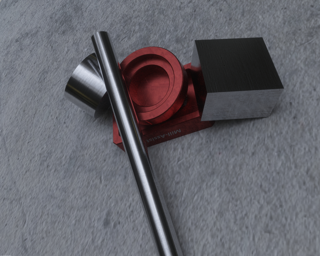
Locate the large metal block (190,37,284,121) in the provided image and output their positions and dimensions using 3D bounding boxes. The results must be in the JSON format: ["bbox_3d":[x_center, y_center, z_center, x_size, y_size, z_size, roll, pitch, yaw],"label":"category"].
[{"bbox_3d":[0.083,-0.057,0.358,0.081,0.050,0.080,-4,56,-5],"label":"large metal block"}]

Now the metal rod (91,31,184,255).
[{"bbox_3d":[-0.030,0.015,0.354,0.025,0.025,0.299,-24,70,13],"label":"metal rod"}]

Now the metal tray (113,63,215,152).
[{"bbox_3d":[0.000,-0.027,0.417,0.130,0.030,0.090,-19,54,16],"label":"metal tray"}]

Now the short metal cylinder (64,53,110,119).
[{"bbox_3d":[-0.090,-0.060,0.444,0.050,0.080,0.080,35,79,2],"label":"short metal cylinder"}]

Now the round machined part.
[{"bbox_3d":[-0.010,-0.051,0.399,0.098,0.042,0.098,-6,75,22],"label":"round machined part"}]
